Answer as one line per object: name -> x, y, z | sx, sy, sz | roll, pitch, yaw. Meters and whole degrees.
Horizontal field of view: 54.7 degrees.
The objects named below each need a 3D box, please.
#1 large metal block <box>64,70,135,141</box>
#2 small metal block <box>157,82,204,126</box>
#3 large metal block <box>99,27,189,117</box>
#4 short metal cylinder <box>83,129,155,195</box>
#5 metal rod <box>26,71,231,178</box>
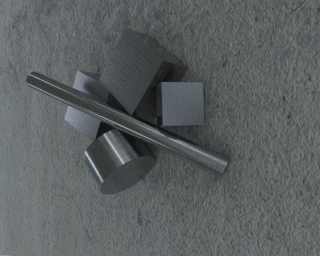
large metal block -> -0.091, -0.033, 0.465 | 0.080, 0.050, 0.079 | 31, 109, 35
small metal block -> 0.024, -0.028, 0.368 | 0.025, 0.050, 0.050 | 175, 94, -75
large metal block -> -0.024, -0.071, 0.406 | 0.080, 0.050, 0.080 | 47, 118, 29
short metal cylinder -> -0.054, 0.044, 0.415 | 0.080, 0.081, 0.050 | -51, 60, 28
metal rod -> -0.055, -0.013, 0.398 | 0.301, 0.025, 0.025 | 24, 106, 20
